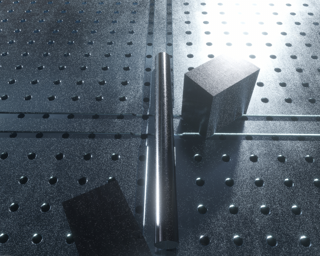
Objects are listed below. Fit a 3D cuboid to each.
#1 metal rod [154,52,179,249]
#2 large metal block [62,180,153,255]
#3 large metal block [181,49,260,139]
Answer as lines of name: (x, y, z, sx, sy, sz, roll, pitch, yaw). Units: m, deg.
metal rod: (0.005, 0.002, 0.405, 0.025, 0.025, 0.300, 0, 50, 0)
large metal block: (-0.044, 0.108, 0.281, 0.050, 0.080, 0.080, -21, 53, -17)
large metal block: (0.077, -0.044, 0.410, 0.081, 0.080, 0.050, -31, 57, -23)
